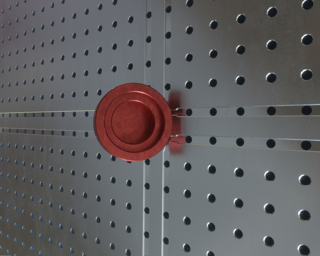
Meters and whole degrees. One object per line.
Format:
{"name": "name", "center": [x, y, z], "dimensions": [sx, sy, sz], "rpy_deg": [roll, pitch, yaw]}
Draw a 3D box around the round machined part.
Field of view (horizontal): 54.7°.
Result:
{"name": "round machined part", "center": [-0.037, -0.007, 0.402], "dimensions": [0.042, 0.099, 0.097], "rpy_deg": [173, 95, -71]}
